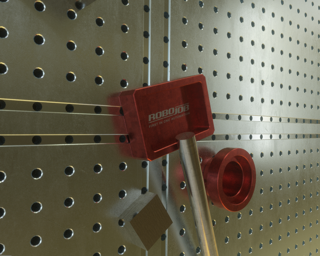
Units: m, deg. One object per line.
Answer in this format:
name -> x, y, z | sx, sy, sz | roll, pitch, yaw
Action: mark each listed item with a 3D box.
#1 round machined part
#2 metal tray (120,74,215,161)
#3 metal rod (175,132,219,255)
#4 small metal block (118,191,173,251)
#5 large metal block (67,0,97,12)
round machined part -> 0.106, 0.079, 0.490 | 0.099, 0.042, 0.097 | 0, 90, -40
metal tray -> 0.015, -0.018, 0.420 | 0.131, 0.030, 0.089 | -20, 103, -39
metal rod -> 0.065, 0.147, 0.445 | 0.025, 0.025, 0.298 | -29, 115, -37
small metal block -> -0.017, 0.118, 0.397 | 0.050, 0.025, 0.050 | -40, 115, -33
large metal block -> -0.084, -0.186, 0.323 | 0.080, 0.050, 0.080 | 42, 65, -32
